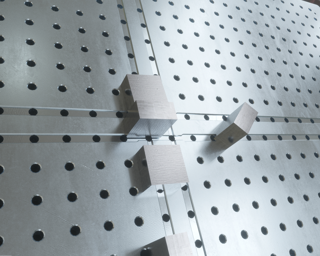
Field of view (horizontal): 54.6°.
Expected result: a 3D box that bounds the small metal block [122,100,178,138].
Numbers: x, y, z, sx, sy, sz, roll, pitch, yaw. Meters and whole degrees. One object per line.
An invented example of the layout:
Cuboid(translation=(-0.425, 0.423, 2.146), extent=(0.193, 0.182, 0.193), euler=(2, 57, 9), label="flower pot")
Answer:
Cuboid(translation=(-0.014, -0.010, 0.391), extent=(0.050, 0.050, 0.025), euler=(1, 62, -28), label="small metal block")

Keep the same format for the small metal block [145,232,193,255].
Cuboid(translation=(0.011, 0.138, 0.314), extent=(0.025, 0.050, 0.050), euler=(-1, 62, -29), label="small metal block")

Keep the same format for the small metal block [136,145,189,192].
Cuboid(translation=(0.003, 0.048, 0.379), extent=(0.050, 0.025, 0.050), euler=(1, 61, -28), label="small metal block")

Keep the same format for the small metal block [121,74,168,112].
Cuboid(translation=(-0.021, -0.045, 0.424), extent=(0.050, 0.025, 0.050), euler=(-3, 63, -29), label="small metal block")

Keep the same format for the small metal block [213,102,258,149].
Cuboid(translation=(0.111, -0.003, 0.453), extent=(0.025, 0.050, 0.050), euler=(40, 51, -2), label="small metal block")
